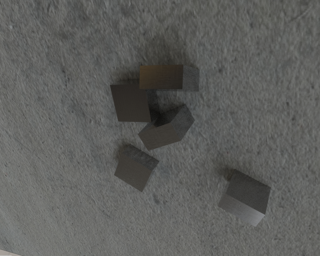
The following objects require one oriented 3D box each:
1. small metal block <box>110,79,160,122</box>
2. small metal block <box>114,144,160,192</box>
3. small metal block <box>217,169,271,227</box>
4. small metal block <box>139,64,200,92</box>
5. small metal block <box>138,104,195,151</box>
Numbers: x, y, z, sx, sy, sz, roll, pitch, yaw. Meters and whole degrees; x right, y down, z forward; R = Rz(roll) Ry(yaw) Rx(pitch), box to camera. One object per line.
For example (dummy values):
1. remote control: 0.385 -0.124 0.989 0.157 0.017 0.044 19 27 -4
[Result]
1. small metal block: -0.031 -0.035 0.397 0.050 0.025 0.050 2 114 28
2. small metal block: -0.035 0.060 0.461 0.050 0.025 0.050 30 128 8
3. small metal block: 0.106 0.086 0.387 0.050 0.050 0.025 28 128 10
4. small metal block: 0.012 -0.055 0.346 0.050 0.050 0.025 4 95 26
5. small metal block: 0.009 -0.001 0.384 0.050 0.050 0.025 -20 108 35
